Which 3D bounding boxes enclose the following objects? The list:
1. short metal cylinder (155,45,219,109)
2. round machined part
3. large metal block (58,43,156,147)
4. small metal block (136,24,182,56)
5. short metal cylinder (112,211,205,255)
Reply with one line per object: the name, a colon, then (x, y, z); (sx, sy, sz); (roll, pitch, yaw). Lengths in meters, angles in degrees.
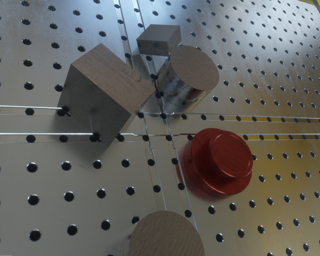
short metal cylinder: (0.040, -0.075, 0.462); (0.081, 0.050, 0.080); (14, 56, -21)
round machined part: (0.086, 0.042, 0.420); (0.099, 0.042, 0.098); (14, 56, -21)
large metal block: (-0.064, -0.036, 0.361); (0.080, 0.080, 0.050); (40, 51, -2)
small metal block: (-0.001, -0.136, 0.476); (0.050, 0.025, 0.050); (11, 47, 24)
short metal cylinder: (-0.002, 0.130, 0.313); (0.081, 0.050, 0.080); (14, 56, -21)
